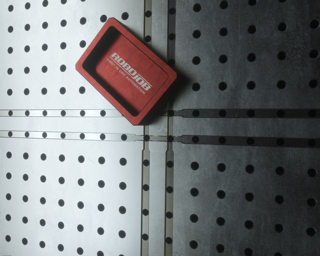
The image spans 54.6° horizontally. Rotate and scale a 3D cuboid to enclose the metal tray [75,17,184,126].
[{"bbox_3d":[-0.044,-0.076,0.425,0.130,0.030,0.090,44,103,14],"label":"metal tray"}]
